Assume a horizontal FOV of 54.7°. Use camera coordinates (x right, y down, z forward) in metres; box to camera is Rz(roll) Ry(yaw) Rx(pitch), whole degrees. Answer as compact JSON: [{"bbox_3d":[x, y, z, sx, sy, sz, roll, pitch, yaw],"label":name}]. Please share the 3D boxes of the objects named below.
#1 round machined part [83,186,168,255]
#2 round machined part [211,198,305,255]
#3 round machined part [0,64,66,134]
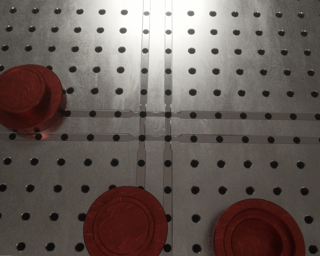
[{"bbox_3d":[-0.040,0.116,0.360,0.099,0.042,0.098,0,70,-1],"label":"round machined part"},{"bbox_3d":[0.108,0.133,0.354,0.099,0.042,0.098,0,68,1],"label":"round machined part"},{"bbox_3d":[-0.181,-0.044,0.417,0.099,0.042,0.098,0,70,0],"label":"round machined part"}]
